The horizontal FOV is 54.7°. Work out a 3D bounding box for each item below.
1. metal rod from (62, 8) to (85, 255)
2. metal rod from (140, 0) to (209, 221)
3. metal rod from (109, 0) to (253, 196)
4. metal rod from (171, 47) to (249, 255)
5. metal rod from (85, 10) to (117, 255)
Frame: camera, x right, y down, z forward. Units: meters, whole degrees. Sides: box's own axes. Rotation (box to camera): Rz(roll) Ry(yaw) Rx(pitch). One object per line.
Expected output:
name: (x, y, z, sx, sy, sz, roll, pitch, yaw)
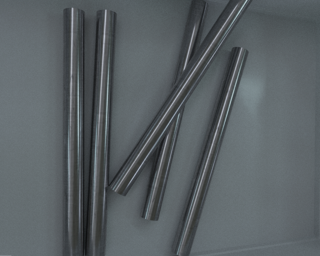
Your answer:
metal rod: (-0.104, 0.010, 0.372, 0.025, 0.025, 0.298, 0, 90, -20)
metal rod: (0.021, -0.027, 0.417, 0.025, 0.025, 0.299, 15, 85, -20)
metal rod: (0.028, -0.048, 0.393, 0.025, 0.025, 0.299, 34, 87, -17)
metal rod: (0.072, 0.029, 0.437, 0.025, 0.025, 0.299, 20, 83, -19)
metal rod: (-0.073, 0.006, 0.383, 0.025, 0.025, 0.298, 3, 89, -20)
